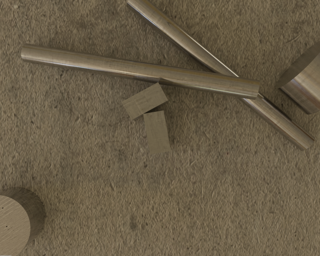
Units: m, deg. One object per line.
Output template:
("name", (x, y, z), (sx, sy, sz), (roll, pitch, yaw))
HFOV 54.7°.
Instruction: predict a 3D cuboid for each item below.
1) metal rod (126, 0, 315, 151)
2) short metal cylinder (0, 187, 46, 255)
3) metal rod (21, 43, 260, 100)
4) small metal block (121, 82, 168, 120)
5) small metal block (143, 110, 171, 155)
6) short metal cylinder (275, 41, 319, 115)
("metal rod", (0.080, -0.074, 0.410), (0.300, 0.025, 0.025), (39, 90, 0))
("short metal cylinder", (-0.196, 0.120, 0.396), (0.081, 0.050, 0.079), (0, 90, 0))
("metal rod", (-0.028, -0.073, 0.396), (0.302, 0.025, 0.025), (10, 90, 5))
("small metal block", (-0.018, -0.032, 0.397), (0.050, 0.050, 0.025), (-29, 90, 0))
("small metal block", (-0.004, 0.005, 0.397), (0.025, 0.050, 0.050), (-10, 90, 0))
("short metal cylinder", (0.192, -0.063, 0.384), (0.050, 0.080, 0.080), (41, 90, 0))
